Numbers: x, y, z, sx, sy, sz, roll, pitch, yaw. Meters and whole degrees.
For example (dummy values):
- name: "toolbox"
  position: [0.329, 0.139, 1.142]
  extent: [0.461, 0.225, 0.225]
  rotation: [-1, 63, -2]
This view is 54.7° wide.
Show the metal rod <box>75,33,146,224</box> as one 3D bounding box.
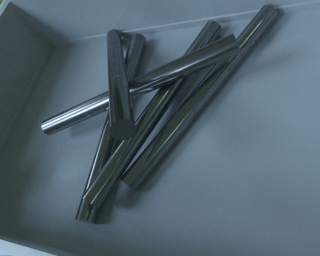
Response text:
- name: "metal rod"
  position: [-0.064, -0.016, 0.447]
  extent: [0.025, 0.025, 0.299]
  rotation: [-2, 61, 27]

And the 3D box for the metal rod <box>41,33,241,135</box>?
- name: "metal rod"
  position: [-0.040, -0.050, 0.418]
  extent: [0.300, 0.025, 0.025]
  rotation: [-21, 54, 21]

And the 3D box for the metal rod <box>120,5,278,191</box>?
- name: "metal rod"
  position: [0.056, -0.044, 0.402]
  extent: [0.025, 0.025, 0.300]
  rotation: [33, 80, 38]

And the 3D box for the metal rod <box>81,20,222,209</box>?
- name: "metal rod"
  position: [-0.002, -0.030, 0.411]
  extent: [0.025, 0.025, 0.300]
  rotation: [22, 69, 36]

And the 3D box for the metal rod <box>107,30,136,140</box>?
- name: "metal rod"
  position: [-0.059, -0.080, 0.424]
  extent: [0.025, 0.025, 0.300]
  rotation: [-29, 33, 9]
